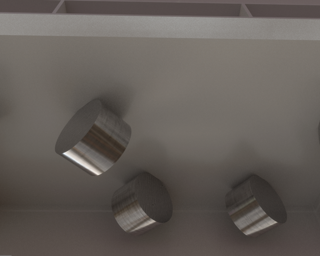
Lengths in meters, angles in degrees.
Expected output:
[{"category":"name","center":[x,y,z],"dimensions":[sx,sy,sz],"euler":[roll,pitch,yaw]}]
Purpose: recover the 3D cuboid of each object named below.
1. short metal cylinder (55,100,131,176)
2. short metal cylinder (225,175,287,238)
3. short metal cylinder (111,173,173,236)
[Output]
[{"category":"short metal cylinder","center":[-0.082,0.012,0.382],"dimensions":[0.080,0.080,0.050],"euler":[-33,123,24]},{"category":"short metal cylinder","center":[0.148,0.121,0.478],"dimensions":[0.080,0.080,0.050],"euler":[31,123,-24]},{"category":"short metal cylinder","center":[-0.026,0.116,0.472],"dimensions":[0.050,0.080,0.080],"euler":[-37,122,27]}]
